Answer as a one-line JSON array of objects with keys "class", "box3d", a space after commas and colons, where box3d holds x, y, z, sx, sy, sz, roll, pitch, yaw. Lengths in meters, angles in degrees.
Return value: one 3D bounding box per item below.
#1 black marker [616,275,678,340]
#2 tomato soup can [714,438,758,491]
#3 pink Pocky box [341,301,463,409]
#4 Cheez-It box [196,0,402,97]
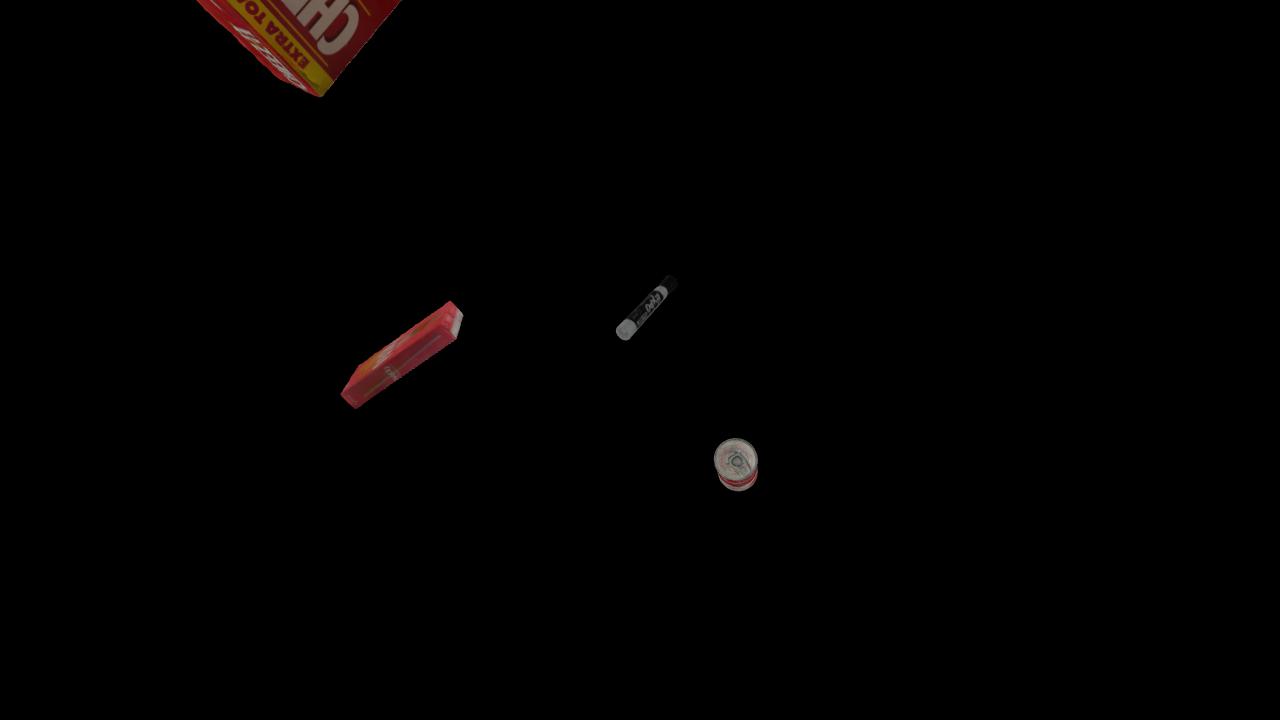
[{"class": "black marker", "box3d": [0.011, -0.062, 0.700, 0.020, 0.020, 0.121, 0, 34, 36]}, {"class": "tomato soup can", "box3d": [0.155, 0.170, 0.989, 0.068, 0.068, 0.101, 0, -21, 11]}, {"class": "pink Pocky box", "box3d": [-0.290, -0.008, 0.756, 0.155, 0.029, 0.084, -34, 25, 7]}, {"class": "Cheez-It box", "box3d": [-0.236, -0.335, 0.438, 0.071, 0.223, 0.166, 29, -10, 22]}]
